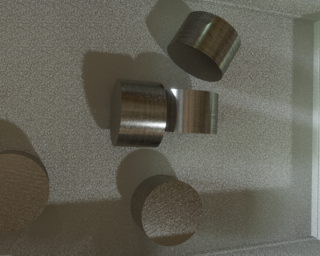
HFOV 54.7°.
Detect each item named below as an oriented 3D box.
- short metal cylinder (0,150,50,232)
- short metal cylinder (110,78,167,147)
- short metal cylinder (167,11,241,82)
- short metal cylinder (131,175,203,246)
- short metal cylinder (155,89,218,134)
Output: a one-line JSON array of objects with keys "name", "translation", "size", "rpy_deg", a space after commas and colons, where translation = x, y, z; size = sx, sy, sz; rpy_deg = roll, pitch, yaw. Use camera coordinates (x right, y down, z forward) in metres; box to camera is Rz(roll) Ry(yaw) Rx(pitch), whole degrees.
[{"name": "short metal cylinder", "translation": [-0.164, 0.066, 0.337], "size": [0.081, 0.050, 0.079], "rpy_deg": [0, 90, -21]}, {"name": "short metal cylinder", "translation": [-0.028, -0.017, 0.370], "size": [0.050, 0.080, 0.079], "rpy_deg": [3, 89, -17]}, {"name": "short metal cylinder", "translation": [0.057, -0.104, 0.403], "size": [0.080, 0.080, 0.050], "rpy_deg": [34, 79, -17]}, {"name": "short metal cylinder", "translation": [0.007, 0.104, 0.401], "size": [0.081, 0.050, 0.079], "rpy_deg": [0, 90, -21]}, {"name": "short metal cylinder", "translation": [0.033, -0.019, 0.395], "size": [0.081, 0.080, 0.050], "rpy_deg": [3, 89, -20]}]
